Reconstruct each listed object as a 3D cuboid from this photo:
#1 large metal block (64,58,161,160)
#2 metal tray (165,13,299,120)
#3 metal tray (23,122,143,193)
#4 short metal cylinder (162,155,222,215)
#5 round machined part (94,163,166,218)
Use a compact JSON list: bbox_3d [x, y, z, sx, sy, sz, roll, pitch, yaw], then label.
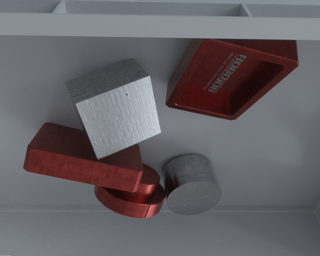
[{"bbox_3d":[-0.051,-0.022,0.353,0.081,0.050,0.080,-24,132,-15],"label":"large metal block"},{"bbox_3d":[0.066,-0.054,0.324,0.091,0.030,0.129,11,156,-11],"label":"metal tray"},{"bbox_3d":[-0.091,0.035,0.391,0.131,0.090,0.030,14,106,-12],"label":"metal tray"},{"bbox_3d":[0.046,0.085,0.460,0.081,0.050,0.079,-5,131,-6],"label":"short metal cylinder"},{"bbox_3d":[-0.038,0.078,0.433,0.099,0.098,0.042,15,106,-13],"label":"round machined part"}]
